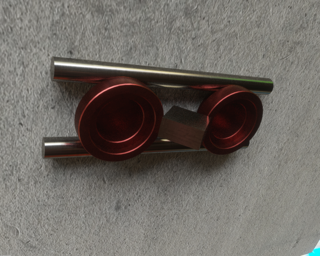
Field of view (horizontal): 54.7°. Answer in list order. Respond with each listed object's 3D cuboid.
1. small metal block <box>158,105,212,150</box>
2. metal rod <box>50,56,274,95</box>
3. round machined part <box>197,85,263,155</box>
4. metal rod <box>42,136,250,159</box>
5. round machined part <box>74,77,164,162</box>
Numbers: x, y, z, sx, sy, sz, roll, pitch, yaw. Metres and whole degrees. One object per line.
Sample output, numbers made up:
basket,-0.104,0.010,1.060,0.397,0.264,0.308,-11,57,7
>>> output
small metal block,0.031,-0.002,0.374,0.050,0.050,0.025,19,115,11
metal rod,0.024,-0.060,0.384,0.303,0.025,0.025,0,119,-29
round machined part,0.090,-0.014,0.431,0.099,0.042,0.097,-14,124,-21
metal rod,0.001,0.022,0.422,0.303,0.025,0.025,0,119,-29
round machined part,-0.049,-0.013,0.357,0.099,0.042,0.097,-14,124,-21
